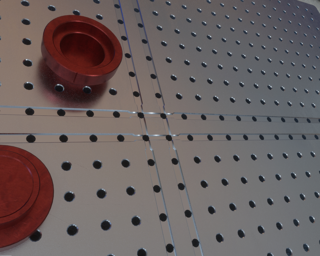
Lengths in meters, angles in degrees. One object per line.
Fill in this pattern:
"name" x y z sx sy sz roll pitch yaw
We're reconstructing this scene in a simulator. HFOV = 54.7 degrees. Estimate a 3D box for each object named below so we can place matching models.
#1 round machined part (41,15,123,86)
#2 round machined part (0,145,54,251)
"round machined part" -0.102 -0.095 0.401 0.099 0.042 0.098 14 56 -21
"round machined part" -0.148 0.059 0.282 0.099 0.042 0.098 14 56 -21
